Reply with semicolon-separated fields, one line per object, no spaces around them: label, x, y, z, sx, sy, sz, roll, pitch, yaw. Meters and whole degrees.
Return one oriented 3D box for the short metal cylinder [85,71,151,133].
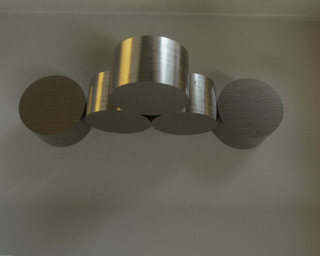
short metal cylinder;-0.050;-0.030;0.389;0.080;0.080;0.050;2;70;0

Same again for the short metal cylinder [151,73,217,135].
short metal cylinder;0.030;-0.027;0.388;0.080;0.080;0.050;2;70;0

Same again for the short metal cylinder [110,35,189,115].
short metal cylinder;-0.010;-0.051;0.324;0.080;0.080;0.050;2;70;0

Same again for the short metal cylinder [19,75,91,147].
short metal cylinder;-0.131;-0.021;0.401;0.081;0.050;0.080;0;70;0

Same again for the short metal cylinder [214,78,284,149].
short metal cylinder;0.111;-0.017;0.402;0.081;0.050;0.080;0;70;0
